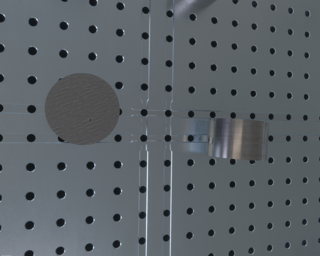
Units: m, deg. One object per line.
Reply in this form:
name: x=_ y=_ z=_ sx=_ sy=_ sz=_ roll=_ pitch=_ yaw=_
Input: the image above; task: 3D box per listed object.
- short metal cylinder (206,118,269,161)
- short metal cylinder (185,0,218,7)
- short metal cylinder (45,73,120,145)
short metal cylinder: x=0.105 y=0.015 z=0.422 sx=0.081 sy=0.080 sz=0.050 roll=5 pitch=89 yaw=-20
short metal cylinder: x=0.064 y=-0.215 z=0.422 sx=0.081 sy=0.050 sz=0.079 roll=0 pitch=90 yaw=-20
short metal cylinder: x=-0.093 y=-0.021 z=0.365 sx=0.081 sy=0.050 sz=0.079 roll=0 pitch=90 yaw=-20
